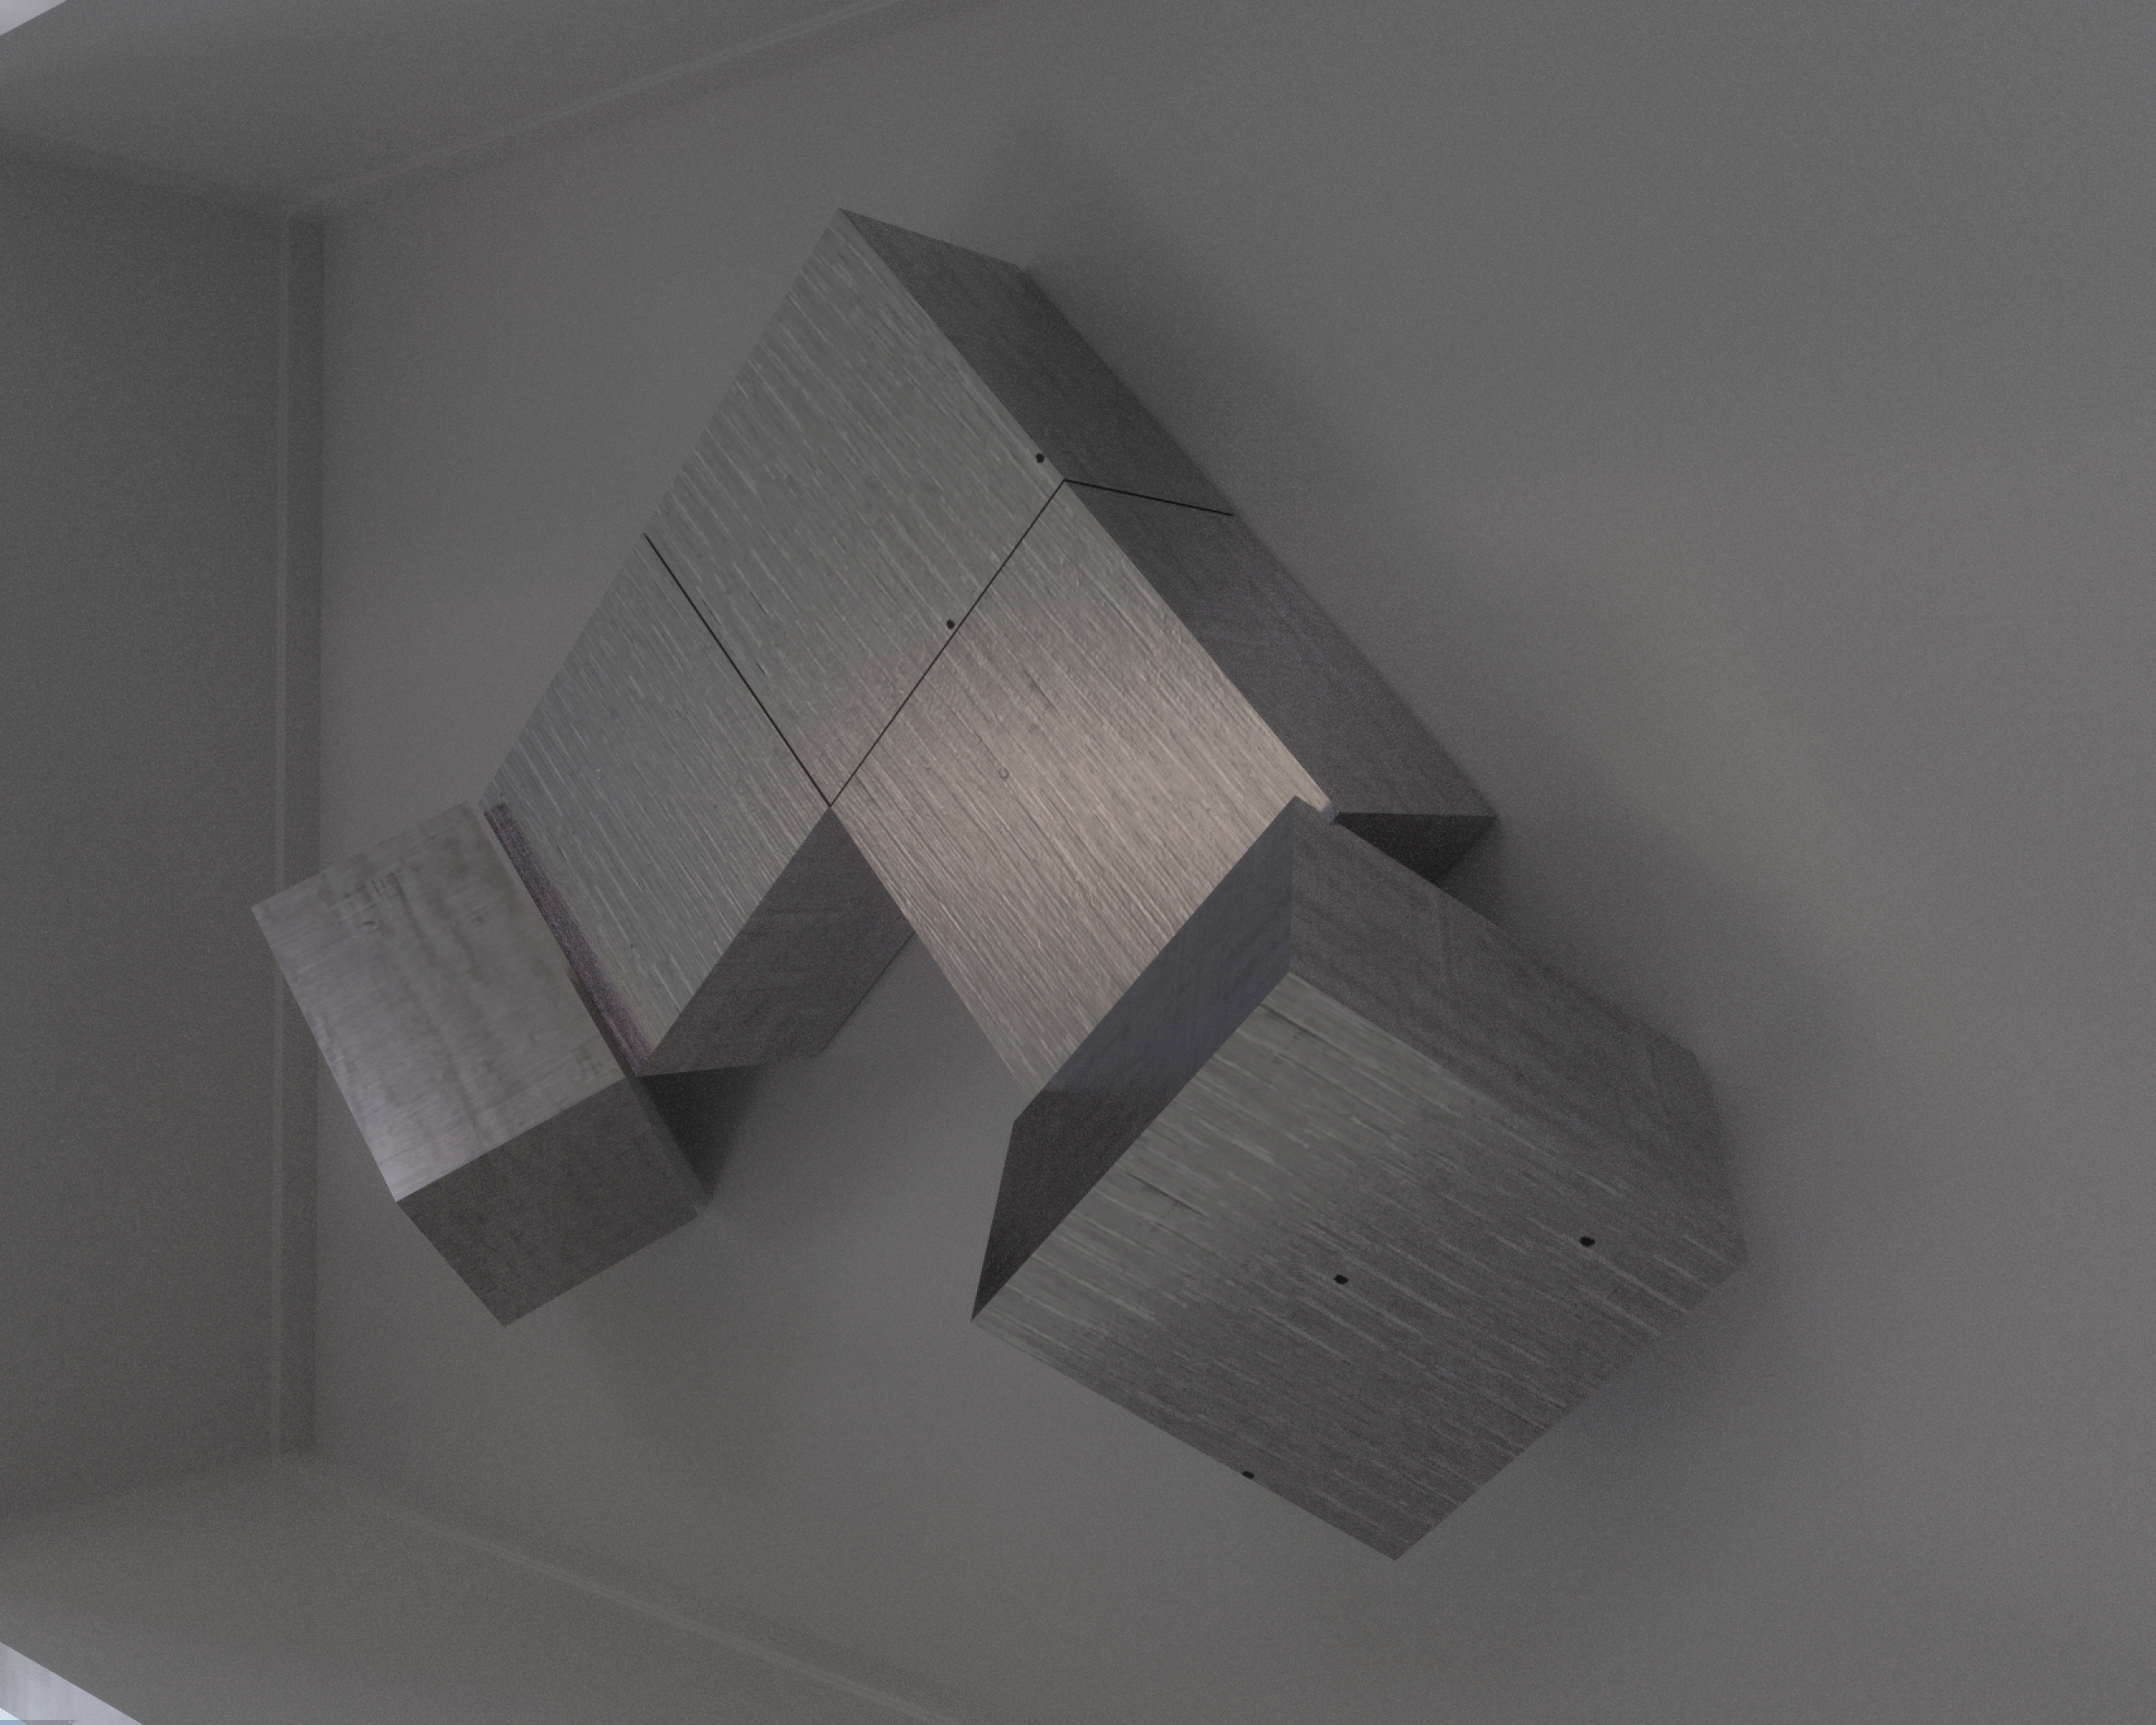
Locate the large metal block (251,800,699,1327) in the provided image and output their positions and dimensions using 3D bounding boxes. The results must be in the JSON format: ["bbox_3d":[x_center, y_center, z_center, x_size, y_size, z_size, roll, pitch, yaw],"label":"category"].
[{"bbox_3d":[-0.134,0.047,0.471,0.080,0.050,0.080,54,164,26],"label":"large metal block"}]

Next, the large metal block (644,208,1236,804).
[{"bbox_3d":[-0.030,-0.067,0.413,0.080,0.050,0.080,-51,60,28],"label":"large metal block"}]

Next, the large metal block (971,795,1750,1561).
[{"bbox_3d":[0.042,0.050,0.326,0.080,0.050,0.080,32,118,-12],"label":"large metal block"}]

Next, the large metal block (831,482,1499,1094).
[{"bbox_3d":[0.013,-0.009,0.377,0.080,0.050,0.080,-51,60,28],"label":"large metal block"}]

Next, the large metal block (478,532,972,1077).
[{"bbox_3d":[-0.075,-0.012,0.450,0.080,0.050,0.080,-51,60,28],"label":"large metal block"}]
